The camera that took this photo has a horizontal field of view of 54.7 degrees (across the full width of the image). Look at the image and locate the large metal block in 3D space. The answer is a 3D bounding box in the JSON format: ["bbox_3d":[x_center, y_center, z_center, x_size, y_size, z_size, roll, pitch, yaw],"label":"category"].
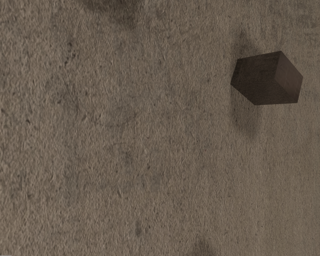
[{"bbox_3d":[0.181,-0.080,0.523,0.080,0.080,0.050,31,71,-36],"label":"large metal block"}]
